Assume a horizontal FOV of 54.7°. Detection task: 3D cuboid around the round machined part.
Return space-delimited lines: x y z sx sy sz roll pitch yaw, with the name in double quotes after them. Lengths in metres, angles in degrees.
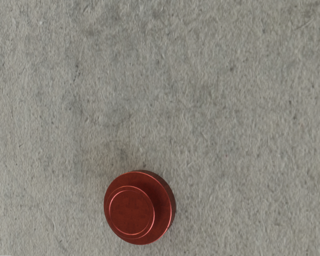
-0.032 0.107 0.410 0.098 0.042 0.097 0 90 19 "round machined part"
